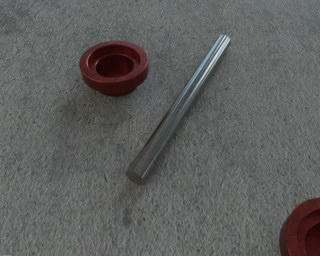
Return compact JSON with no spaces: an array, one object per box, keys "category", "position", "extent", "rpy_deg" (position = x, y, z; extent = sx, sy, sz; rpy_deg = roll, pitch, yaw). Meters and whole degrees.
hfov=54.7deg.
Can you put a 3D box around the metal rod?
[{"category":"metal rod","position":[0.040,-0.045,0.440],"extent":[0.025,0.025,0.301],"rpy_deg":[22,53,17]}]

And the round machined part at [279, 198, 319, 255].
[{"category":"round machined part","position":[0.163,0.119,0.293],"extent":[0.099,0.042,0.098],"rpy_deg":[0,50,0]}]

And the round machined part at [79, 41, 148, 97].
[{"category":"round machined part","position":[-0.067,-0.085,0.463],"extent":[0.099,0.042,0.098],"rpy_deg":[0,50,0]}]
